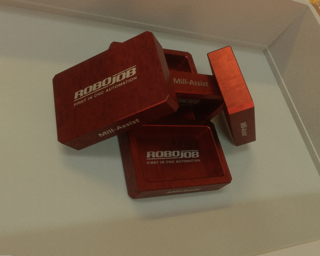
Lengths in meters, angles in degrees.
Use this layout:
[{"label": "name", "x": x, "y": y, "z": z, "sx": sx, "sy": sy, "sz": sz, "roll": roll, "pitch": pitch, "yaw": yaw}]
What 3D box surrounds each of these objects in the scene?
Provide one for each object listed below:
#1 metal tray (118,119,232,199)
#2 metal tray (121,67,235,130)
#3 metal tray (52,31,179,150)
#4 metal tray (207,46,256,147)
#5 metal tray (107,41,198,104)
[{"label": "metal tray", "x": 0.019, "y": 0.035, "z": 0.387, "sx": 0.131, "sy": 0.030, "sz": 0.090, "roll": 1, "pitch": 61, "yaw": -29}, {"label": "metal tray", "x": 0.016, "y": -0.031, "z": 0.390, "sx": 0.131, "sy": 0.090, "sz": 0.030, "roll": 1, "pitch": 62, "yaw": -29}, {"label": "metal tray", "x": -0.053, "y": -0.039, "z": 0.340, "sx": 0.030, "sy": 0.130, "sz": 0.090, "roll": 41, "pitch": 32, "yaw": -60}, {"label": "metal tray", "x": 0.100, "y": -0.038, "z": 0.421, "sx": 0.030, "sy": 0.130, "sz": 0.090, "roll": -19, "pitch": 64, "yaw": 10}, {"label": "metal tray", "x": -0.006, "y": -0.071, "z": 0.440, "sx": 0.131, "sy": 0.030, "sz": 0.090, "roll": 0, "pitch": 62, "yaw": -29}]
